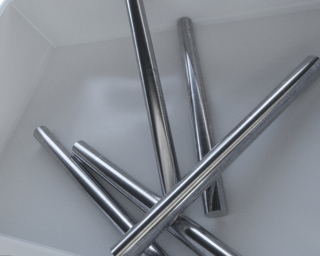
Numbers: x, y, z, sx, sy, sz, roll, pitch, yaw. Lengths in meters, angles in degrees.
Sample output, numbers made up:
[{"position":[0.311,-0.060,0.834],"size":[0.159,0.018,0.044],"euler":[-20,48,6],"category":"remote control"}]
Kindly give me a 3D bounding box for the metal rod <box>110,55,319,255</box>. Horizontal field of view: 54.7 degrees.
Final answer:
[{"position":[0.070,0.025,0.325],"size":[0.301,0.025,0.025],"euler":[-42,51,-12],"category":"metal rod"}]

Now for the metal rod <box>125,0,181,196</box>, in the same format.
[{"position":[-0.013,-0.062,0.395],"size":[0.025,0.025,0.299],"euler":[-17,72,18],"category":"metal rod"}]

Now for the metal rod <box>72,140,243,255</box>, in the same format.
[{"position":[-0.013,0.083,0.352],"size":[0.300,0.025,0.025],"euler":[28,77,39],"category":"metal rod"}]

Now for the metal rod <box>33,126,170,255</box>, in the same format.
[{"position":[-0.094,0.075,0.407],"size":[0.300,0.025,0.025],"euler":[35,81,38],"category":"metal rod"}]

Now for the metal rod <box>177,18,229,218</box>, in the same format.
[{"position":[0.048,-0.036,0.401],"size":[0.025,0.025,0.299],"euler":[-17,55,18],"category":"metal rod"}]
